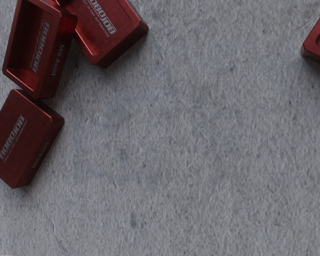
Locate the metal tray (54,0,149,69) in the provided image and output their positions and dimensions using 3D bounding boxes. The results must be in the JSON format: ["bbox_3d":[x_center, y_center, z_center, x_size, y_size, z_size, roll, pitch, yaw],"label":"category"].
[{"bbox_3d":[-0.088,-0.161,0.435,0.090,0.030,0.130,-37,79,16],"label":"metal tray"}]

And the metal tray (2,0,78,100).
[{"bbox_3d":[-0.176,-0.118,0.447,0.090,0.030,0.129,34,114,22],"label":"metal tray"}]

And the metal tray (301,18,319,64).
[{"bbox_3d":[0.226,-0.118,0.326,0.090,0.030,0.129,34,101,16],"label":"metal tray"}]

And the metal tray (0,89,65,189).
[{"bbox_3d":[-0.217,0.016,0.481,0.090,0.030,0.129,35,101,16],"label":"metal tray"}]
